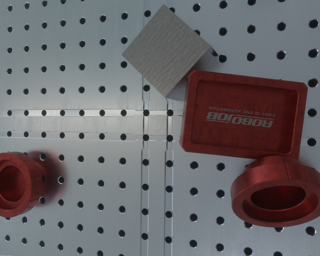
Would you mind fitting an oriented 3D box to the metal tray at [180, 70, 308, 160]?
[{"bbox_3d":[0.093,-0.013,0.352,0.131,0.030,0.089,6,92,-2],"label":"metal tray"}]

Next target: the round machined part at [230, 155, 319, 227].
[{"bbox_3d":[0.128,0.067,0.340,0.098,0.098,0.042,-13,43,19],"label":"round machined part"}]

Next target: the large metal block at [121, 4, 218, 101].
[{"bbox_3d":[0.014,-0.093,0.394,0.080,0.050,0.080,46,104,14],"label":"large metal block"}]

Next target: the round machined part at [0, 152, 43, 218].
[{"bbox_3d":[-0.223,0.085,0.482,0.098,0.042,0.097,0,90,20],"label":"round machined part"}]
